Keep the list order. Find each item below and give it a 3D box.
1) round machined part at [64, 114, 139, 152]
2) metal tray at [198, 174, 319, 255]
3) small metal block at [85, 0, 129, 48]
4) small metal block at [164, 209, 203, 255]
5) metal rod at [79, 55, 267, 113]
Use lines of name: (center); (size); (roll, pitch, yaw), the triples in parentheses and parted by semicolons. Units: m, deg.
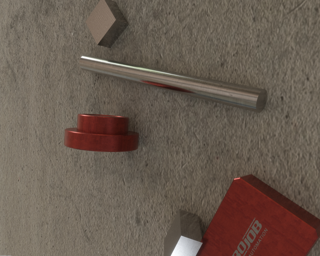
round machined part: (-0.077, 0.004, 0.419); (0.098, 0.099, 0.042); (7, 95, 39)
metal tray: (0.094, 0.126, 0.323); (0.090, 0.030, 0.129); (35, 111, 34)
small metal block: (-0.081, -0.159, 0.469); (0.050, 0.025, 0.050); (-42, 65, 31)
small metal block: (0.026, 0.133, 0.363); (0.025, 0.050, 0.050); (21, 108, -6)
metal rod: (-0.008, -0.067, 0.409); (0.300, 0.025, 0.025); (19, 102, 38)
